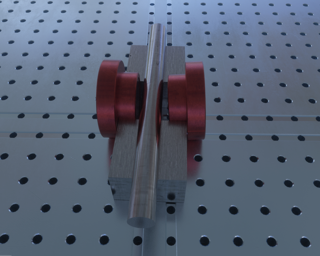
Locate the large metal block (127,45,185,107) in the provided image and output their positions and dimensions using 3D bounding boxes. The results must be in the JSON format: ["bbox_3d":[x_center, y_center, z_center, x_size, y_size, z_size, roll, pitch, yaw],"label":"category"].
[{"bbox_3d":[-0.005,-0.076,0.455,0.080,0.050,0.080,2,50,1],"label":"large metal block"}]

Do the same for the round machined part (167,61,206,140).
[{"bbox_3d":[0.033,-0.033,0.388,0.042,0.098,0.098,-2,50,5],"label":"round machined part"}]

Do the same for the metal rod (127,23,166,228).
[{"bbox_3d":[-0.010,-0.031,0.369,0.025,0.025,0.300,2,50,2],"label":"metal rod"}]

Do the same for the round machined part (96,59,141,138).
[{"bbox_3d":[-0.048,-0.036,0.389,0.042,0.097,0.098,1,50,1],"label":"round machined part"}]

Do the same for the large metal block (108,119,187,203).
[{"bbox_3d":[-0.011,0.037,0.360,0.080,0.050,0.080,2,50,2],"label":"large metal block"}]
